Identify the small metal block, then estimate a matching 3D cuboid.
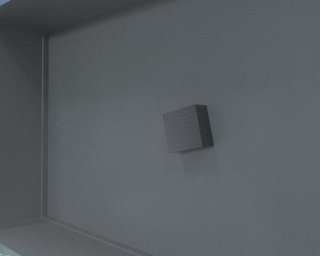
[{"bbox_3d":[0.034,0.002,0.380,0.050,0.025,0.050,-15,80,39],"label":"small metal block"}]
